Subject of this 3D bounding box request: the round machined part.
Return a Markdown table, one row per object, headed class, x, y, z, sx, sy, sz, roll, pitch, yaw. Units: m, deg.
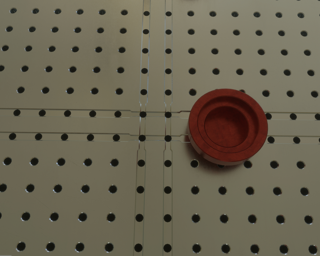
| class | x | y | z | sx | sy | sz | roll | pitch | yaw |
| --- | --- | --- | --- | --- | --- | --- | --- | --- | --- |
| round machined part | 0.085 | 0.001 | 0.403 | 0.099 | 0.042 | 0.098 | 0 | 70 | -1 |
